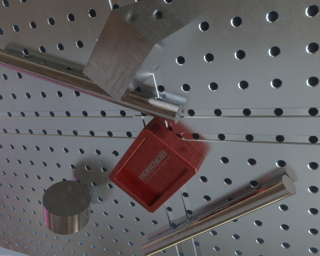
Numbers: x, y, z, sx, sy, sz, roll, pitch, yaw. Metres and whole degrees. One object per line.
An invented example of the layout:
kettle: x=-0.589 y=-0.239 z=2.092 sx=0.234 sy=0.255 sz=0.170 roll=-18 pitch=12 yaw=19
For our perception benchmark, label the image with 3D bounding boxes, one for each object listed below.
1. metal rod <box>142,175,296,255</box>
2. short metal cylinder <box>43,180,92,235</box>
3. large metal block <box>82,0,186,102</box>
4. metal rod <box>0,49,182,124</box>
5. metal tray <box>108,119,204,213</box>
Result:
metal rod: x=0.066 y=0.143 z=0.464 sx=0.025 sy=0.025 sz=0.299 roll=46 pitch=129 yaw=-4
short metal cylinder: x=-0.164 y=0.140 z=0.548 sx=0.080 sy=0.080 sz=0.050 roll=23 pitch=127 yaw=14
large metal block: x=-0.027 y=-0.086 z=0.337 sx=0.050 sy=0.080 sz=0.080 roll=40 pitch=129 yaw=1
metal rod: x=-0.113 y=-0.064 z=0.431 sx=0.301 sy=0.025 sz=0.025 roll=19 pitch=126 yaw=17
metal tray: x=-0.010 y=0.059 z=0.449 sx=0.090 sy=0.030 sz=0.129 roll=39 pitch=129 yaw=1
